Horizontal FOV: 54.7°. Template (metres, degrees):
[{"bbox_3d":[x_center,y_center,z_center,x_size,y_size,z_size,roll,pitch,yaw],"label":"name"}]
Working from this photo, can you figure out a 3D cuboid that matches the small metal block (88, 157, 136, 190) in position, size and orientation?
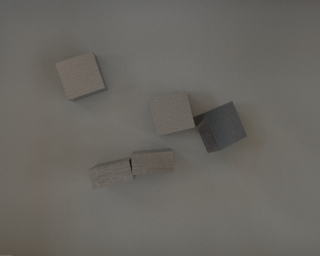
[{"bbox_3d":[-0.059,0.057,0.398,0.050,0.050,0.025,-13,90,0],"label":"small metal block"}]

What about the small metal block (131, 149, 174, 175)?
[{"bbox_3d":[-0.009,0.042,0.399,0.050,0.050,0.025,-4,90,0],"label":"small metal block"}]

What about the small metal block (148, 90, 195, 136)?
[{"bbox_3d":[0.015,-0.019,0.411,0.050,0.025,0.050,-14,90,0],"label":"small metal block"}]

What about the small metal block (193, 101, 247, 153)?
[{"bbox_3d":[0.078,-0.001,0.401,0.050,0.025,0.050,-23,90,-30],"label":"small metal block"}]

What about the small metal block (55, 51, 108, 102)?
[{"bbox_3d":[-0.103,-0.067,0.410,0.050,0.025,0.050,-19,90,0],"label":"small metal block"}]
